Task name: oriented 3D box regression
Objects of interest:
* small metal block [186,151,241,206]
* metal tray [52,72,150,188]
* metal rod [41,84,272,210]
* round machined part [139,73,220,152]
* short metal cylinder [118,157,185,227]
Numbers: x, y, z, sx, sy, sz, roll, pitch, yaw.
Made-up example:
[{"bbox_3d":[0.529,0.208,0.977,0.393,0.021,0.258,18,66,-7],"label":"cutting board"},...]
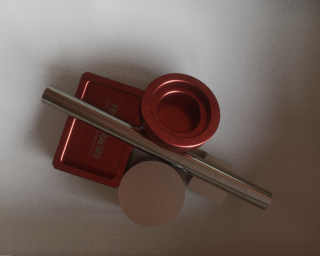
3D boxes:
[{"bbox_3d":[0.070,0.066,0.411,0.050,0.025,0.050,32,90,-1],"label":"small metal block"},{"bbox_3d":[-0.074,0.002,0.405,0.090,0.030,0.129,19,90,-1],"label":"metal tray"},{"bbox_3d":[-0.001,0.025,0.381,0.301,0.025,0.025,26,90,-3],"label":"metal rod"},{"bbox_3d":[0.022,-0.016,0.389,0.099,0.042,0.098,5,67,-12],"label":"round machined part"},{"bbox_3d":[-0.010,0.079,0.397,0.081,0.050,0.079,0,90,-1],"label":"short metal cylinder"}]
